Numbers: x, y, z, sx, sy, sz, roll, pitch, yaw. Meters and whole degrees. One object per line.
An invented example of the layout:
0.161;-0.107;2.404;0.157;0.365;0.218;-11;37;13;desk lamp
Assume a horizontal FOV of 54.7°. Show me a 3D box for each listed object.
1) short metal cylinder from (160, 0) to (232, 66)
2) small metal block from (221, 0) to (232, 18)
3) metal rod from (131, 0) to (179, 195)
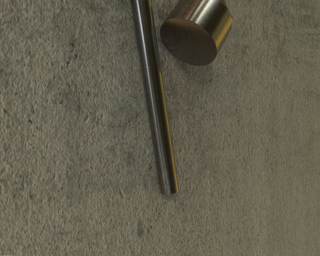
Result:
0.047;-0.128;0.408;0.080;0.080;0.050;45;63;-31;short metal cylinder
0.077;-0.174;0.469;0.050;0.025;0.050;-49;119;-29;small metal block
-0.009;-0.062;0.396;0.025;0.025;0.298;-15;99;-39;metal rod
